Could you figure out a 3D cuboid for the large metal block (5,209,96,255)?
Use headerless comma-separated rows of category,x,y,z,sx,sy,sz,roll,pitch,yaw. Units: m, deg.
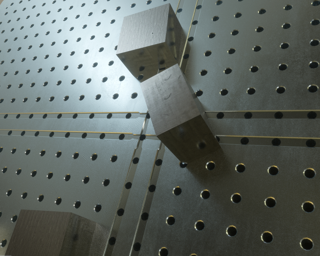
large metal block,-0.133,0.146,0.371,0.080,0.050,0.080,-4,60,25

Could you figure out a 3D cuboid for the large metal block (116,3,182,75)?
large metal block,-0.015,-0.137,0.483,0.080,0.050,0.080,-8,58,24

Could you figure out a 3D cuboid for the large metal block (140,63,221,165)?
large metal block,0.025,-0.014,0.368,0.050,0.080,0.080,-27,53,11
